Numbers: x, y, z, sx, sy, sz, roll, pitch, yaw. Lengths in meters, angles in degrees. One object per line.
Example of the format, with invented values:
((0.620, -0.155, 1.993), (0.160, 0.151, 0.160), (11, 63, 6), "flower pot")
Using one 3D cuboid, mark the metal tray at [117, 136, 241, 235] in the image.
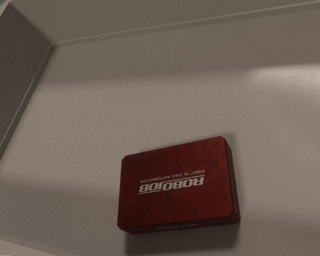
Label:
((0.018, 0.066, 0.351), (0.130, 0.030, 0.090), (-13, 56, 20), "metal tray")
